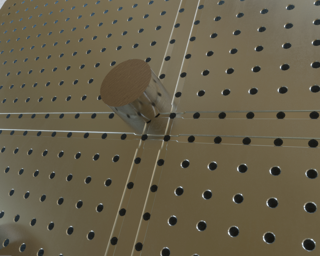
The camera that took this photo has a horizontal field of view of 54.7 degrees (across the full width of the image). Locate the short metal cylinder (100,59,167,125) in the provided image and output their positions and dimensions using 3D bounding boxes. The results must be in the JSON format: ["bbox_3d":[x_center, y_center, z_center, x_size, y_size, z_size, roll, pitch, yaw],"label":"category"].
[{"bbox_3d":[-0.037,-0.051,0.443,0.080,0.050,0.080,-13,56,21],"label":"short metal cylinder"}]
